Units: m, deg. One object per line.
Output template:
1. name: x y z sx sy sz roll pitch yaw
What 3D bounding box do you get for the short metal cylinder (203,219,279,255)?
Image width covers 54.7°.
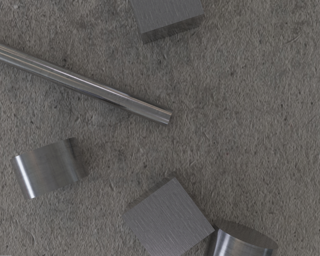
1. short metal cylinder: 0.098 0.154 0.384 0.080 0.080 0.050 18 90 0

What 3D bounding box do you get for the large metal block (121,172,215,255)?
1. large metal block: 0.010 0.114 0.396 0.080 0.050 0.080 -37 89 1

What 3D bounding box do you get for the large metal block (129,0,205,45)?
1. large metal block: 0.003 -0.164 0.397 0.080 0.050 0.080 -18 90 0

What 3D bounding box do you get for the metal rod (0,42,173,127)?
1. metal rod: -0.127 -0.068 0.408 0.301 0.025 0.025 21 90 0

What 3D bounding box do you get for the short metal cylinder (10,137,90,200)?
1. short metal cylinder: -0.134 0.048 0.381 0.080 0.080 0.050 -20 90 0
